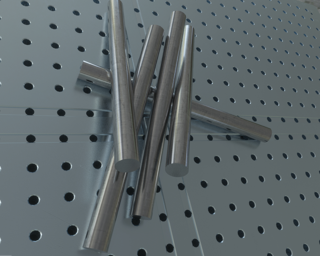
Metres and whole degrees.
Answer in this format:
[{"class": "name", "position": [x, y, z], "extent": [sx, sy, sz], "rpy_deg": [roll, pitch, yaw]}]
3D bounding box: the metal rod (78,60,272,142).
[{"class": "metal rod", "position": [0.034, -0.032, 0.447], "extent": [0.302, 0.025, 0.025], "rpy_deg": [18, 55, -18]}]

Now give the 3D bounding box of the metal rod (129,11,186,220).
[{"class": "metal rod", "position": [0.003, -0.035, 0.403], "extent": [0.025, 0.025, 0.299], "rpy_deg": [19, 63, -18]}]

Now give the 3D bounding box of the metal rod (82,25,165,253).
[{"class": "metal rod", "position": [-0.035, -0.010, 0.373], "extent": [0.025, 0.025, 0.300], "rpy_deg": [21, 61, -16]}]

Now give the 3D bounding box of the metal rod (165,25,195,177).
[{"class": "metal rod", "position": [0.033, -0.061, 0.434], "extent": [0.025, 0.025, 0.300], "rpy_deg": [23, 44, -15]}]

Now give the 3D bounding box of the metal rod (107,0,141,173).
[{"class": "metal rod", "position": [-0.051, -0.078, 0.396], "extent": [0.025, 0.025, 0.300], "rpy_deg": [10, 47, -23]}]
